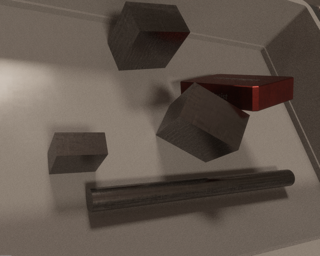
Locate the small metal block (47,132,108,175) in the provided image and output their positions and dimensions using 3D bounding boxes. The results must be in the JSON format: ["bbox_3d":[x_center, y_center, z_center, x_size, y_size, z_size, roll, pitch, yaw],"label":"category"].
[{"bbox_3d":[-0.088,0.027,0.327,0.050,0.050,0.025,1,62,-28],"label":"small metal block"}]

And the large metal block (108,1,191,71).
[{"bbox_3d":[-0.018,-0.128,0.440,0.081,0.080,0.050,-11,67,-33],"label":"large metal block"}]

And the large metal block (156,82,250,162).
[{"bbox_3d":[0.052,-0.003,0.396,0.080,0.080,0.050,29,66,-10],"label":"large metal block"}]

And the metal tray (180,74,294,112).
[{"bbox_3d":[0.104,-0.053,0.433,0.091,0.130,0.030,-17,110,-37],"label":"metal tray"}]

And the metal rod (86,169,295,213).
[{"bbox_3d":[0.060,0.075,0.393,0.303,0.025,0.025,0,62,-29],"label":"metal rod"}]
